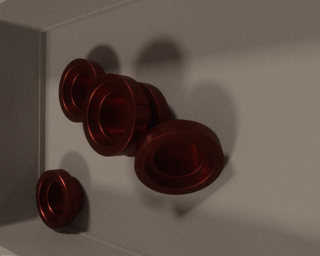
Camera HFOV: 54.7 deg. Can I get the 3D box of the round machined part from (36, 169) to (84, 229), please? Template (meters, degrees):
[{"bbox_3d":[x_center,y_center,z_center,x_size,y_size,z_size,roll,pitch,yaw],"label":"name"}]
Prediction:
[{"bbox_3d":[-0.168,0.119,0.531,0.098,0.042,0.097,0,90,39],"label":"round machined part"}]

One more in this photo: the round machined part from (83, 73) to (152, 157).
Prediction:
[{"bbox_3d":[-0.048,-0.015,0.377,0.098,0.042,0.097,-1,88,42],"label":"round machined part"}]

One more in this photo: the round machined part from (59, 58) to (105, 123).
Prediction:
[{"bbox_3d":[-0.113,-0.057,0.486,0.098,0.042,0.097,0,90,39],"label":"round machined part"}]

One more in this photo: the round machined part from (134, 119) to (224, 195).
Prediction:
[{"bbox_3d":[0.020,0.029,0.353,0.098,0.098,0.042,-48,26,29],"label":"round machined part"}]

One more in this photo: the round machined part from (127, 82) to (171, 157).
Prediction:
[{"bbox_3d":[-0.025,-0.011,0.414,0.098,0.042,0.097,0,90,39],"label":"round machined part"}]
